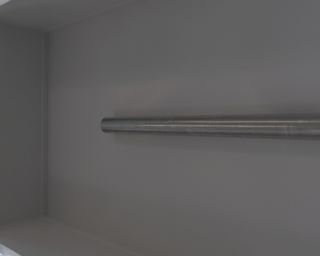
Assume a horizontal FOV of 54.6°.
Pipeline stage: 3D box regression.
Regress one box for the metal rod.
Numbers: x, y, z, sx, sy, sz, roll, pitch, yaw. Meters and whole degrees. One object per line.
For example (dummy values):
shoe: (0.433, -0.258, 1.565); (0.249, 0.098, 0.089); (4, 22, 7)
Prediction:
metal rod: (0.034, -0.003, 0.379); (0.300, 0.025, 0.025); (1, 91, 40)
